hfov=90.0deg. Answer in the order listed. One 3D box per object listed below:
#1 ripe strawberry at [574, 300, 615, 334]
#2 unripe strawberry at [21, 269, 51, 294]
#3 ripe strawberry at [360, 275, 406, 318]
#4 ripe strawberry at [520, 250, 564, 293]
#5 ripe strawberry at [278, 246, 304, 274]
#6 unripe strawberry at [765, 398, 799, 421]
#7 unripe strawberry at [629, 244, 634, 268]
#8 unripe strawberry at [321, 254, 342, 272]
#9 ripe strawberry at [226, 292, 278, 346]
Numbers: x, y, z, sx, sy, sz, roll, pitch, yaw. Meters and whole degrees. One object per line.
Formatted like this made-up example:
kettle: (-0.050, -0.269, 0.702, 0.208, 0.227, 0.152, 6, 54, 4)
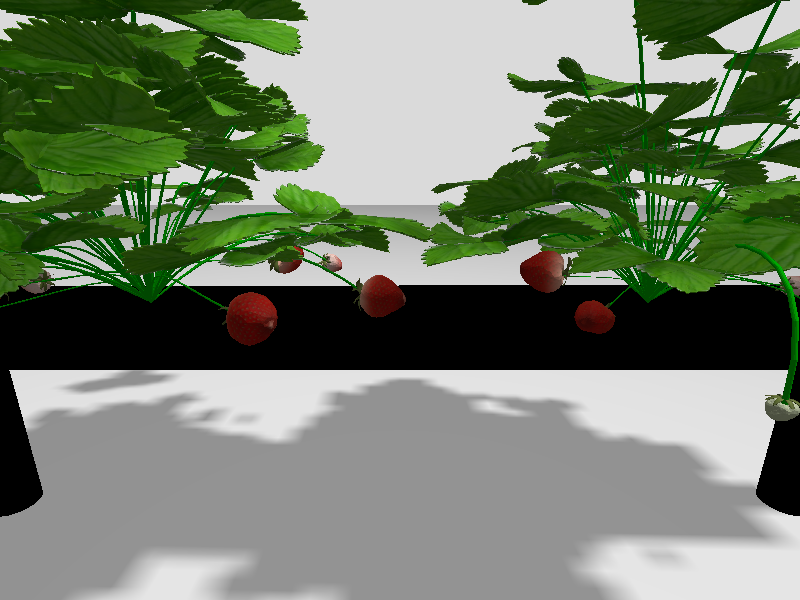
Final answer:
ripe strawberry: (0.134, 0.012, 0.278, 0.026, 0.022, 0.026, -14, 21, -41)
unripe strawberry: (-0.362, -0.019, 0.395, 0.027, 0.026, 0.025, 3, 16, 15)
ripe strawberry: (-0.013, -0.003, 0.319, 0.035, 0.034, 0.032, 6, 16, 10)
ripe strawberry: (0.142, -0.029, 0.403, 0.043, 0.043, 0.040, 8, 17, 29)
ripe strawberry: (-0.135, -0.054, 0.486, 0.038, 0.043, 0.041, 10, 18, 33)
unripe strawberry: (0.160, 0.046, 0.168, 0.011, 0.010, 0.010, 5, 16, 17)
unripe strawberry: (0.305, -0.059, 0.531, 0.030, 0.032, 0.033, 7, 1, 23)
unripe strawberry: (-0.081, -0.043, 0.486, 0.026, 0.023, 0.023, 16, -4, 46)
ripe strawberry: (-0.095, 0.013, 0.263, 0.035, 0.035, 0.033, 12, 19, 36)
